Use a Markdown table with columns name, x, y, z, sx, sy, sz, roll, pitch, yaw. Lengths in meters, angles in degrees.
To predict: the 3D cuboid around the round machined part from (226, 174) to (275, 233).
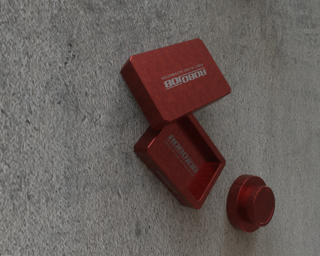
| name | x | y | z | sx | sy | sz | roll | pitch | yaw |
| --- | --- | --- | --- | --- | --- | --- | --- | --- | --- |
| round machined part | 0.162 | 0.131 | 0.533 | 0.099 | 0.042 | 0.097 | 0 | 90 | -40 |

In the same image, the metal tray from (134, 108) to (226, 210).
| name | x | y | z | sx | sy | sz | roll | pitch | yaw |
| --- | --- | --- | --- | --- | --- | --- | --- | --- | --- |
| metal tray | 0.033 | 0.039 | 0.431 | 0.130 | 0.030 | 0.090 | 52 | 60 | -28 |

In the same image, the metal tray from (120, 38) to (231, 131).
| name | x | y | z | sx | sy | sz | roll | pitch | yaw |
| --- | --- | --- | --- | --- | --- | --- | --- | --- | --- |
| metal tray | 0.025 | -0.061 | 0.403 | 0.131 | 0.030 | 0.090 | -26 | 84 | -37 |
